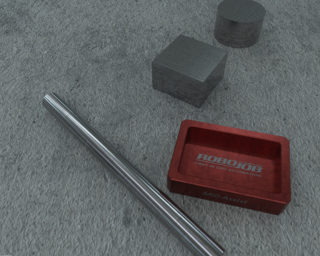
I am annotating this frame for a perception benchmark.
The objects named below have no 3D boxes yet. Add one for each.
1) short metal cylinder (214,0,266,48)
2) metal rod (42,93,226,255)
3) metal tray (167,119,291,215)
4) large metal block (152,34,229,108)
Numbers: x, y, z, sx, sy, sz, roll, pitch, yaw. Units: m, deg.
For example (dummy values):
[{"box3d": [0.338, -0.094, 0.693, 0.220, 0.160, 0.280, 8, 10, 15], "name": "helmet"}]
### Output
[{"box3d": [0.138, -0.185, 0.543, 0.081, 0.050, 0.080, 0, 50, 0], "name": "short metal cylinder"}, {"box3d": [-0.049, 0.044, 0.365, 0.025, 0.025, 0.300, -37, 59, -27], "name": "metal rod"}, {"box3d": [0.081, 0.042, 0.364, 0.131, 0.030, 0.090, 11, 51, 8], "name": "metal tray"}, {"box3d": [0.044, -0.086, 0.460, 0.080, 0.050, 0.080, 26, 55, 20], "name": "large metal block"}]
